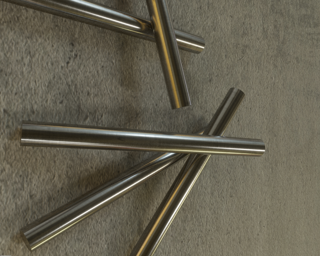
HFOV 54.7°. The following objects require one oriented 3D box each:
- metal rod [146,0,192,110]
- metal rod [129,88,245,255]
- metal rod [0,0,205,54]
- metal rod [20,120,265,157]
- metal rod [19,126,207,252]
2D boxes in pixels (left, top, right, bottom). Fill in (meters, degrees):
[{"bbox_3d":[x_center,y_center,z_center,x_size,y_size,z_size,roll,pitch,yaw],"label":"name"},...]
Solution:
[{"bbox_3d":[-0.008,-0.170,0.371,0.025,0.025,0.298,-14,91,-39],"label":"metal rod"},{"bbox_3d":[0.033,0.070,0.407,0.025,0.025,0.300,43,72,-32],"label":"metal rod"},{"bbox_3d":[-0.060,-0.125,0.353,0.302,0.025,0.025,3,89,-40],"label":"metal rod"},{"bbox_3d":[0.002,0.016,0.363,0.302,0.025,0.025,5,87,-27],"label":"metal rod"},{"bbox_3d":[-0.020,0.055,0.387,0.302,0.025,0.025,-26,107,-37],"label":"metal rod"}]
